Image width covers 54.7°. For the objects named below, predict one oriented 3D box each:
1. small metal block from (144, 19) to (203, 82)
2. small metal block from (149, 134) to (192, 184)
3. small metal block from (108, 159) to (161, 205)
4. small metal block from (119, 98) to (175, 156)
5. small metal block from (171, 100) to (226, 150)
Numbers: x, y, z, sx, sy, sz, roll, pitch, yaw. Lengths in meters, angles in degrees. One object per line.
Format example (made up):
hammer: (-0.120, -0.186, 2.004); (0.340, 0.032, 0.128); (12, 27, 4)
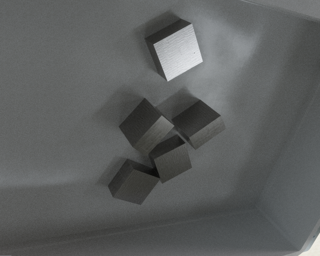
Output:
small metal block: (0.017, -0.091, 0.363); (0.050, 0.025, 0.050); (-31, 129, -9)
small metal block: (0.014, 0.045, 0.446); (0.050, 0.025, 0.050); (-26, 128, -13)
small metal block: (-0.037, 0.077, 0.438); (0.050, 0.025, 0.050); (27, 104, -38)
small metal block: (-0.018, -0.002, 0.383); (0.050, 0.050, 0.025); (-47, 130, 5)
small metal block: (0.052, -0.005, 0.419); (0.050, 0.050, 0.025); (-35, 129, -6)
